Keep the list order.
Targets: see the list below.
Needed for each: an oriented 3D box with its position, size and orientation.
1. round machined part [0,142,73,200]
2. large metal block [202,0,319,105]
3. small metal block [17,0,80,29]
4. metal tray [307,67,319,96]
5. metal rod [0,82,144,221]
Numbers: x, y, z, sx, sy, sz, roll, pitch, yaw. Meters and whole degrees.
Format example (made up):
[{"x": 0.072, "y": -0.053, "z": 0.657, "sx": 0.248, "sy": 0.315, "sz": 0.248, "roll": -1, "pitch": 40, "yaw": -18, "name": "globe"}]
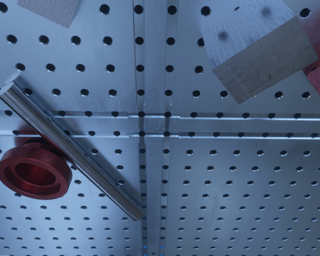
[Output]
[{"x": -0.174, "y": 0.058, "z": 0.443, "sx": 0.099, "sy": 0.042, "sz": 0.097, "roll": 3, "pitch": 134, "yaw": 4, "name": "round machined part"}, {"x": 0.093, "y": -0.082, "z": 0.307, "sx": 0.080, "sy": 0.080, "sz": 0.050, "roll": -31, "pitch": 124, "yaw": 23, "name": "large metal block"}, {"x": -0.102, "y": -0.133, "z": 0.297, "sx": 0.050, "sy": 0.025, "sz": 0.050, "roll": 22, "pitch": 127, "yaw": -18, "name": "small metal block"}, {"x": 0.228, "y": -0.064, "z": 0.315, "sx": 0.130, "sy": 0.090, "sz": 0.030, "roll": -35, "pitch": 111, "yaw": 25, "name": "metal tray"}, {"x": -0.111, "y": 0.052, "z": 0.454, "sx": 0.025, "sy": 0.025, "sz": 0.300, "roll": -23, "pitch": 127, "yaw": 18, "name": "metal rod"}]
